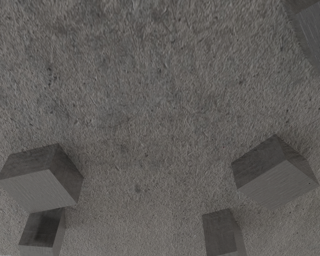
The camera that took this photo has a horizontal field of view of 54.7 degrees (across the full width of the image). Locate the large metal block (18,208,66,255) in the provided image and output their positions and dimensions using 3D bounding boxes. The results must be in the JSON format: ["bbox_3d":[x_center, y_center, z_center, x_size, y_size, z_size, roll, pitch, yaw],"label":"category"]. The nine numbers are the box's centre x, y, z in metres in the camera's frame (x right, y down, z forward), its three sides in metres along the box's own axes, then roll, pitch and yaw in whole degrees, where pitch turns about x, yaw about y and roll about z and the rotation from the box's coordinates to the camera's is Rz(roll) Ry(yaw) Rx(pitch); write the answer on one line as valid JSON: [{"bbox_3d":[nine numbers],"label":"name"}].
[{"bbox_3d":[-0.196,0.184,0.525,0.050,0.080,0.079,7,130,-6],"label":"large metal block"}]

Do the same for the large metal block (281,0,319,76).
[{"bbox_3d":[0.176,-0.109,0.300,0.080,0.050,0.080,-28,125,21],"label":"large metal block"}]

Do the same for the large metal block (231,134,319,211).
[{"bbox_3d":[0.164,0.067,0.449,0.080,0.050,0.080,33,122,-25],"label":"large metal block"}]

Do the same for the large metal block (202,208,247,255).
[{"bbox_3d":[0.115,0.202,0.544,0.050,0.080,0.080,-20,127,16],"label":"large metal block"}]

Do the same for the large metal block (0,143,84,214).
[{"bbox_3d":[-0.171,0.075,0.453,0.080,0.050,0.080,-13,129,11],"label":"large metal block"}]
